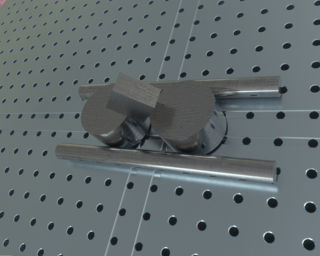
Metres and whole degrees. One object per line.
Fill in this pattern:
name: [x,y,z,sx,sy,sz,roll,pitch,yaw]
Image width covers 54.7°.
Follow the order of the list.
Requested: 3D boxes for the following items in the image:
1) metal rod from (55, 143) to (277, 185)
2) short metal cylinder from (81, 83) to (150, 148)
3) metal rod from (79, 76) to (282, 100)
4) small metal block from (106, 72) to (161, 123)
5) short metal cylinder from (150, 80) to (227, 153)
metal rod: [-0.014,0.040,0.387,0.300,0.025,0.025,3,63,29]
short metal cylinder: [-0.061,-0.015,0.429,0.080,0.050,0.080,-13,56,21]
metal rod: [0.008,-0.053,0.432,0.300,0.025,0.025,2,63,29]
small metal block: [-0.033,-0.034,0.367,0.050,0.050,0.025,22,66,-10]
short metal cylinder: [0.035,-0.011,0.376,0.080,0.050,0.080,-13,56,21]
